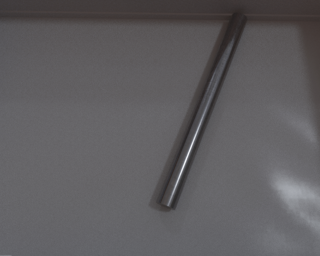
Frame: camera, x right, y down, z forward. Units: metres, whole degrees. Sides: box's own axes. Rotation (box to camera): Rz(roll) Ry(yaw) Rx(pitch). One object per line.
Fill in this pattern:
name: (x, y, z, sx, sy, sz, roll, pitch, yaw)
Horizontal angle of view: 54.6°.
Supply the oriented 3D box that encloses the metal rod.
metal rod: (0.063, -0.036, 0.423, 0.025, 0.025, 0.300, 21, 71, 7)
